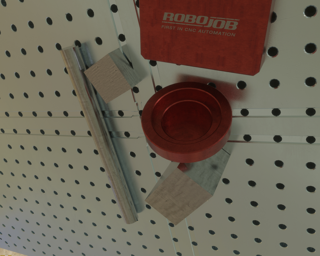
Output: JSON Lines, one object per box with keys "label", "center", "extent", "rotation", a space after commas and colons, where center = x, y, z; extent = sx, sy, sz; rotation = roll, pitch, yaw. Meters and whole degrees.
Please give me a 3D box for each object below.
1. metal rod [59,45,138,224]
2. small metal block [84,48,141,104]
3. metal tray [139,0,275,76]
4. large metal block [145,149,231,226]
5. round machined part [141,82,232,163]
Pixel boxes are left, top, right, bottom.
{"label": "metal rod", "center": [-0.084, 0.025, 0.469], "extent": [0.025, 0.025, 0.298], "rotation": [-1, 118, 28]}
{"label": "small metal block", "center": [-0.062, -0.067, 0.401], "extent": [0.050, 0.025, 0.050], "rotation": [-25, 105, 36]}
{"label": "metal tray", "center": [0.044, -0.109, 0.316], "extent": [0.130, 0.030, 0.089], "rotation": [13, 124, 20]}
{"label": "large metal block", "center": [0.036, 0.063, 0.395], "extent": [0.050, 0.080, 0.080], "rotation": [39, 129, 1]}
{"label": "round machined part", "center": [0.031, -0.003, 0.352], "extent": [0.098, 0.098, 0.042], "rotation": [15, 149, 19]}
